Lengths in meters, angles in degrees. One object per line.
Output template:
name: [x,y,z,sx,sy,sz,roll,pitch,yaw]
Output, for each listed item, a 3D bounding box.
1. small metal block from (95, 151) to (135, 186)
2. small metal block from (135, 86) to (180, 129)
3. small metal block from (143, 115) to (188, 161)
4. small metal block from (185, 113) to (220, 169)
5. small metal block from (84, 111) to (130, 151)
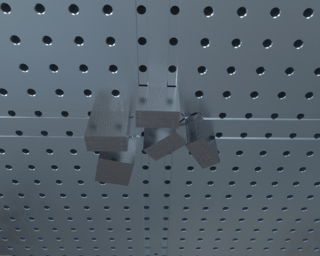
small metal block: [-0.067,0.057,0.459,0.050,0.025,0.050,10,129,-9]
small metal block: [-0.003,-0.026,0.373,0.050,0.050,0.025,2,130,-2]
small metal block: [0.006,0.007,0.401,0.050,0.050,0.025,-30,124,23]
small metal block: [0.054,0.017,0.410,0.025,0.050,0.050,-25,126,19]
small metal block: [-0.066,0.004,0.398,0.050,0.050,0.025,0,130,0]
